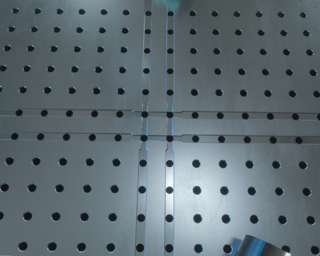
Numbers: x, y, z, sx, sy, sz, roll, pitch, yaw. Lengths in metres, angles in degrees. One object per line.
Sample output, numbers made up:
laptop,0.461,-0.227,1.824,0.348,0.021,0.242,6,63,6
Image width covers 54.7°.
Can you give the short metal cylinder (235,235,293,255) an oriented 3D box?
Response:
short metal cylinder,0.116,0.157,0.326,0.080,0.080,0.050,29,73,10
